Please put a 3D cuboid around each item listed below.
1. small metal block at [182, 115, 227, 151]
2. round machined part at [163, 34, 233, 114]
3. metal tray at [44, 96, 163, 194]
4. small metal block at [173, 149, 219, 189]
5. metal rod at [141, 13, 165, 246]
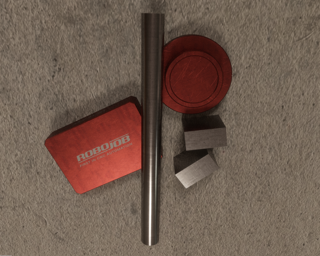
[{"bbox_3d":[0.056,0.005,0.399,0.050,0.050,0.025,-6,110,2],"label":"small metal block"},{"bbox_3d":[0.040,-0.063,0.378,0.099,0.042,0.097,0,110,-1],"label":"round machined part"},{"bbox_3d":[-0.073,0.024,0.415,0.130,0.030,0.090,-24,109,8],"label":"metal tray"},{"bbox_3d":[0.047,0.046,0.414,0.050,0.050,0.025,-34,107,11],"label":"small metal block"},{"bbox_3d":[-0.011,0.017,0.383,0.025,0.025,0.298,1,110,-1],"label":"metal rod"}]
